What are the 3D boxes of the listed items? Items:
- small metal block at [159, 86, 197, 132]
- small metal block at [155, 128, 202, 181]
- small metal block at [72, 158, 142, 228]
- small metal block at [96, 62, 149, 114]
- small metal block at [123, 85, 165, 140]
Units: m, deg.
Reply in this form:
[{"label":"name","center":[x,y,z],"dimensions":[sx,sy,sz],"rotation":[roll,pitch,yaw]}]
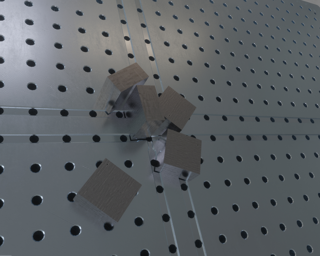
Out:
[{"label":"small metal block","center":[0.015,-0.023,0.430],"dimensions":[0.050,0.025,0.050],"rotation":[38,51,-3]},{"label":"small metal block","center":[0.025,0.035,0.400],"dimensions":[0.050,0.025,0.050],"rotation":[20,54,-17]},{"label":"small metal block","center":[-0.056,0.070,0.335],"dimensions":[0.050,0.025,0.050],"rotation":[38,51,-3]},{"label":"small metal block","center":[-0.048,-0.051,0.397],"dimensions":[0.025,0.050,0.050],"rotation":[49,51,6]},{"label":"small metal block","center":[-0.022,-0.019,0.392],"dimensions":[0.025,0.050,0.050],"rotation":[-2,63,-29]}]
